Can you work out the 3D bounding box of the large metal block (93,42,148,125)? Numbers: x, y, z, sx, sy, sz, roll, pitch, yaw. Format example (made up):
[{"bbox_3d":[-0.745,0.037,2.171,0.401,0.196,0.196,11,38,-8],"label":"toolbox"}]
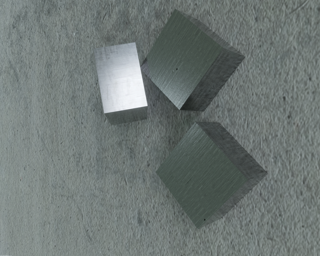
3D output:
[{"bbox_3d":[-0.049,-0.053,0.401,0.050,0.080,0.080,-10,81,-5],"label":"large metal block"}]

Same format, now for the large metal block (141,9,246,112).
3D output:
[{"bbox_3d":[0.035,-0.076,0.360,0.080,0.050,0.080,49,119,28],"label":"large metal block"}]

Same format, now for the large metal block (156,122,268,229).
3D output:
[{"bbox_3d":[0.055,0.050,0.344,0.080,0.050,0.080,51,120,28],"label":"large metal block"}]
